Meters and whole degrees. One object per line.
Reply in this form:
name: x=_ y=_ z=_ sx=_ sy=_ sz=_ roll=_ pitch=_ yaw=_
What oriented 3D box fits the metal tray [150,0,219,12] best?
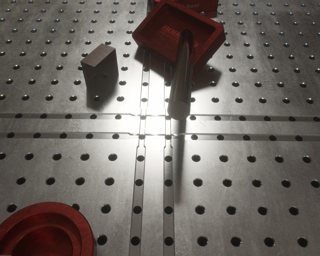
metal tray: x=0.045 y=-0.272 z=0.633 sx=0.131 sy=0.030 sz=0.090 roll=-7 pitch=50 yaw=-7

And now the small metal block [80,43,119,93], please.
small metal block: x=-0.089 y=-0.090 z=0.466 sx=0.025 sy=0.050 sz=0.050 roll=24 pitch=54 yaw=18

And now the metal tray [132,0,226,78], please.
metal tray: x=0.029 y=-0.150 z=0.506 sx=0.130 sy=0.030 sz=0.090 roll=37 pitch=86 yaw=26

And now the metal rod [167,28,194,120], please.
metal rod: x=0.037 y=-0.107 z=0.454 sx=0.025 sy=0.025 sz=0.300 roll=5 pitch=37 yaw=4

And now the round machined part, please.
round machined part: x=-0.109 y=0.124 z=0.291 sx=0.099 sy=0.042 sz=0.098 roll=0 pitch=50 yaw=0
